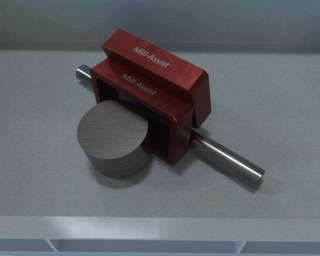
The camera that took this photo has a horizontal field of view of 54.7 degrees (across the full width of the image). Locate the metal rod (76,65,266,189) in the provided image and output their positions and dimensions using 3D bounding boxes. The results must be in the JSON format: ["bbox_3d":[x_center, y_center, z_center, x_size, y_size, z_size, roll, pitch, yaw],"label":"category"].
[{"bbox_3d":[-0.002,-0.013,0.416,0.300,0.025,0.025,32,57,23],"label":"metal rod"}]

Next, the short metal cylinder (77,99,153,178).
[{"bbox_3d":[-0.051,0.013,0.368,0.080,0.050,0.080,-3,57,4],"label":"short metal cylinder"}]

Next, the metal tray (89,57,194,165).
[{"bbox_3d":[-0.024,-0.020,0.378,0.130,0.089,0.030,32,57,23],"label":"metal tray"}]

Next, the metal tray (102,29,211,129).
[{"bbox_3d":[-0.002,-0.058,0.377,0.130,0.090,0.030,32,74,23],"label":"metal tray"}]

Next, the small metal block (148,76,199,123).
[{"bbox_3d":[0.019,-0.042,0.438,0.050,0.025,0.050,33,57,24],"label":"small metal block"}]
